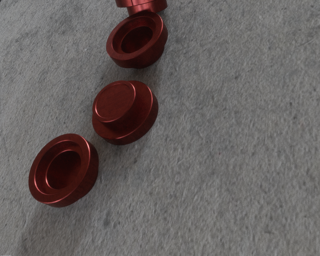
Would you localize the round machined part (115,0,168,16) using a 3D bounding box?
[{"bbox_3d":[-0.025,-0.217,0.521,0.098,0.042,0.098,-11,31,7],"label":"round machined part"}]

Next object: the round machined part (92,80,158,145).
[{"bbox_3d":[-0.055,-0.028,0.438,0.098,0.042,0.098,-13,56,20],"label":"round machined part"}]

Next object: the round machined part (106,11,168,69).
[{"bbox_3d":[-0.032,-0.133,0.490,0.098,0.042,0.098,-13,56,20],"label":"round machined part"}]

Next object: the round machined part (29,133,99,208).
[{"bbox_3d":[-0.124,0.060,0.420,0.098,0.042,0.098,-13,56,20],"label":"round machined part"}]
